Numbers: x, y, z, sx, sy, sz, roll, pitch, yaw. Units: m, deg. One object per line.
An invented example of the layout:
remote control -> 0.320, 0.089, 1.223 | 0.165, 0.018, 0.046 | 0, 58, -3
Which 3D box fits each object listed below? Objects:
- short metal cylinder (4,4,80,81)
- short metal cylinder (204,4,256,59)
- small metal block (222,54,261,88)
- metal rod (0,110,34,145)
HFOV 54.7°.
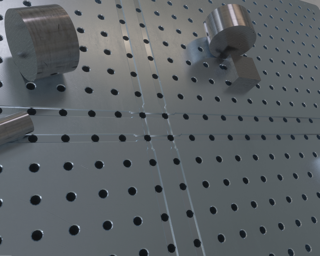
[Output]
short metal cylinder -> -0.137, -0.099, 0.360 | 0.050, 0.080, 0.080 | -25, 75, -37
short metal cylinder -> 0.121, -0.166, 0.540 | 0.081, 0.080, 0.050 | 7, 59, -25
small metal block -> 0.144, -0.100, 0.547 | 0.050, 0.025, 0.050 | 2, 61, -27
metal rod -> -0.248, 0.050, 0.243 | 0.302, 0.025, 0.025 | -29, 78, -37
